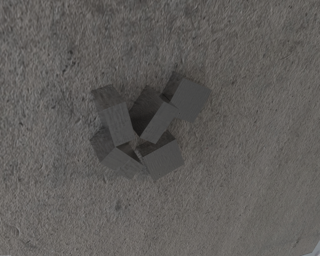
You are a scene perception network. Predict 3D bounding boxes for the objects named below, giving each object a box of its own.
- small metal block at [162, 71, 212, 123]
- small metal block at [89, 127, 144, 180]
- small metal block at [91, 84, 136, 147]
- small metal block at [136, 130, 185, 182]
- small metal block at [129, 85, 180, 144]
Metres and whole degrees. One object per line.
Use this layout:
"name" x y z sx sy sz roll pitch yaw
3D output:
"small metal block" 0.031 -0.039 0.399 0.050 0.025 0.050 16 110 -35
"small metal block" -0.054 0.030 0.380 0.025 0.050 0.050 -46 129 4
"small metal block" -0.053 -0.015 0.352 0.025 0.050 0.050 -23 127 -15
"small metal block" 0.001 0.039 0.431 0.050 0.025 0.050 -29 128 -10
"small metal block" -0.011 -0.017 0.374 0.025 0.050 0.050 26 104 -37
